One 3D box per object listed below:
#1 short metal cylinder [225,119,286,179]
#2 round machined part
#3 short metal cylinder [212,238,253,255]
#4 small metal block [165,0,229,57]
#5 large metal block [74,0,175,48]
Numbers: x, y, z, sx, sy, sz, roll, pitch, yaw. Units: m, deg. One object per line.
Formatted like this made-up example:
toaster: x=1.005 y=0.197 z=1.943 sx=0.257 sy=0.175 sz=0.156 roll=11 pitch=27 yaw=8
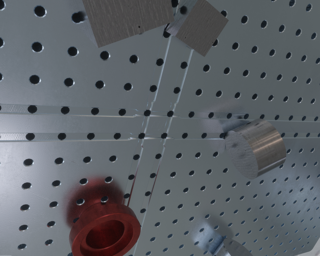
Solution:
short metal cylinder: x=0.144 y=0.032 z=0.474 sx=0.050 sy=0.080 sz=0.080 roll=-23 pitch=127 yaw=-15
round machined part: x=-0.081 y=0.146 z=0.447 sx=0.099 sy=0.042 sz=0.097 roll=-14 pitch=124 yaw=-21
short metal cylinder: x=0.148 y=0.271 z=0.624 sx=0.080 sy=0.080 sz=0.050 roll=22 pitch=107 yaw=-36
small metal block: x=0.043 y=-0.119 z=0.361 sx=0.050 sy=0.025 sz=0.050 roll=24 pitch=105 yaw=-37
large metal block: x=-0.040 y=-0.133 z=0.291 sx=0.081 sy=0.050 sz=0.080 roll=-24 pitch=127 yaw=-14
